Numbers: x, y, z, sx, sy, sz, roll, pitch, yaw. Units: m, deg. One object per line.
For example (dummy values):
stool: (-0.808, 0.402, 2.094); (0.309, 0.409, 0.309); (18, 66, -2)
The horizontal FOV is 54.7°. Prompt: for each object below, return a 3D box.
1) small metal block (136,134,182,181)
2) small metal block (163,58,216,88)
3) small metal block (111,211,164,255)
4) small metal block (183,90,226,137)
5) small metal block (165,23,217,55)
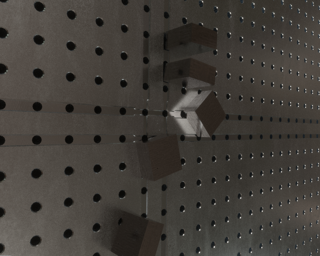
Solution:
small metal block: (-0.001, 0.037, 0.411); (0.050, 0.025, 0.050); (-16, 100, -39)
small metal block: (0.041, -0.074, 0.430); (0.050, 0.050, 0.025); (10, 84, -40)
small metal block: (-0.027, 0.132, 0.372); (0.025, 0.050, 0.050); (28, 72, -37)
small metal block: (0.068, -0.021, 0.469); (0.050, 0.025, 0.050); (-49, 119, -29)
small metal block: (0.043, -0.122, 0.431); (0.050, 0.050, 0.025); (3, 88, -40)
